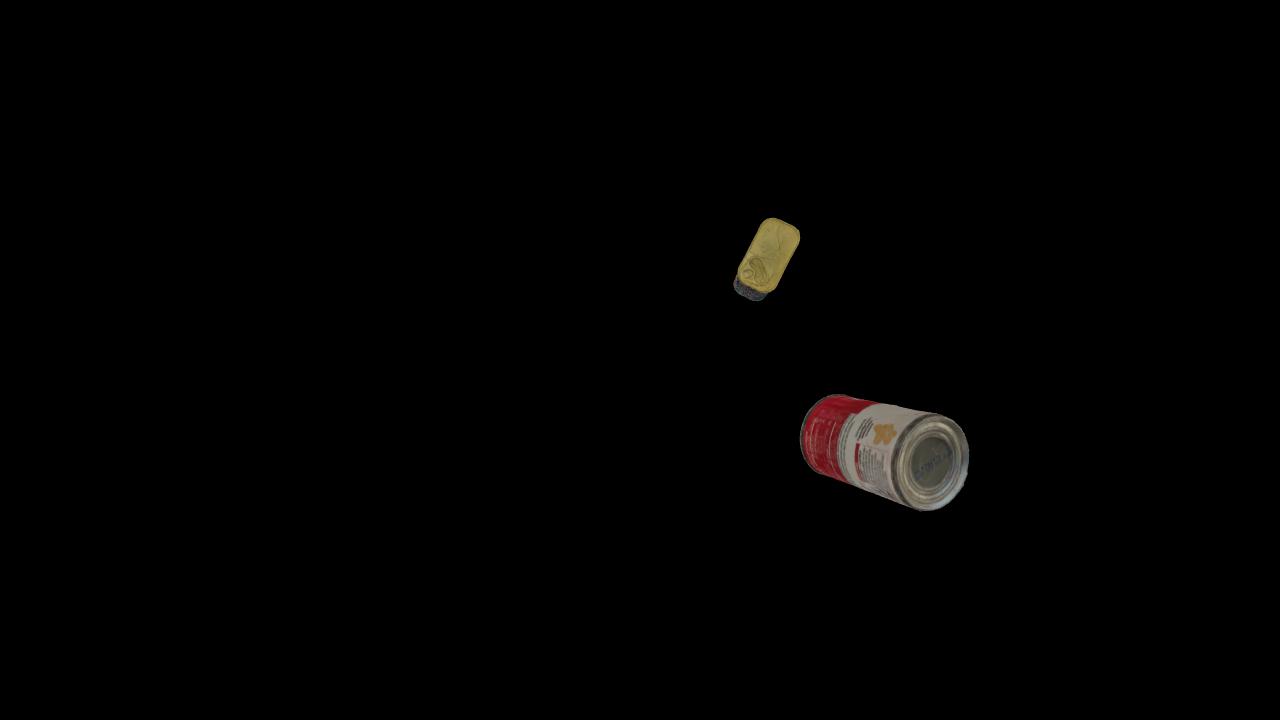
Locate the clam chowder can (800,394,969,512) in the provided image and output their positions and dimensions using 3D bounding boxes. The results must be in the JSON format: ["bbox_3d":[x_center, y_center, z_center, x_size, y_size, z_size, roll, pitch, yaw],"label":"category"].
[{"bbox_3d":[0.176,0.065,0.452,0.068,0.068,0.102,0,5,-21],"label":"clam chowder can"}]

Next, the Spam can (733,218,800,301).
[{"bbox_3d":[0.175,-0.138,0.865,0.058,0.101,0.085,28,-2,5],"label":"Spam can"}]
